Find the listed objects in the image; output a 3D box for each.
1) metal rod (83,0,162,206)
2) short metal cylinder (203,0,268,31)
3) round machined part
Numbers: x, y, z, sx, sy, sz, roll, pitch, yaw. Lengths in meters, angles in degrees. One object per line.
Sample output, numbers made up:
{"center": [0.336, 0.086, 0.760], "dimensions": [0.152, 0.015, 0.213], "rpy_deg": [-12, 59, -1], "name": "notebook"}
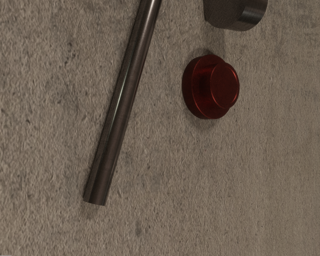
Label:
{"center": [-0.037, -0.058, 0.375], "dimensions": [0.025, 0.025, 0.299], "rpy_deg": [24, 75, -38], "name": "metal rod"}
{"center": [0.112, -0.189, 0.465], "dimensions": [0.050, 0.080, 0.079], "rpy_deg": [-8, 95, -40], "name": "short metal cylinder"}
{"center": [0.083, -0.062, 0.465], "dimensions": [0.099, 0.042, 0.097], "rpy_deg": [0, 90, -40], "name": "round machined part"}
